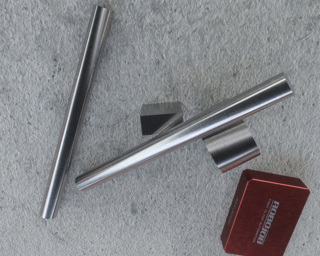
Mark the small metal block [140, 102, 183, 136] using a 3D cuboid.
[{"bbox_3d":[0.003,-0.013,0.392,0.050,0.050,0.025,-5,110,1],"label":"small metal block"}]

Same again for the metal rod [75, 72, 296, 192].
[{"bbox_3d":[0.006,0.018,0.365,0.300,0.025,0.025,-27,109,29],"label":"metal rod"}]

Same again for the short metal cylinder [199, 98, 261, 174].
[{"bbox_3d":[0.082,0.010,0.385,0.050,0.080,0.080,-29,108,10],"label":"short metal cylinder"}]

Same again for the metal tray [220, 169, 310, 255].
[{"bbox_3d":[0.152,0.130,0.458,0.091,0.030,0.129,11,110,-5],"label":"metal tray"}]

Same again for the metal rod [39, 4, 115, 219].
[{"bbox_3d":[-0.114,-0.007,0.405,0.025,0.025,0.298,18,109,-7],"label":"metal rod"}]
